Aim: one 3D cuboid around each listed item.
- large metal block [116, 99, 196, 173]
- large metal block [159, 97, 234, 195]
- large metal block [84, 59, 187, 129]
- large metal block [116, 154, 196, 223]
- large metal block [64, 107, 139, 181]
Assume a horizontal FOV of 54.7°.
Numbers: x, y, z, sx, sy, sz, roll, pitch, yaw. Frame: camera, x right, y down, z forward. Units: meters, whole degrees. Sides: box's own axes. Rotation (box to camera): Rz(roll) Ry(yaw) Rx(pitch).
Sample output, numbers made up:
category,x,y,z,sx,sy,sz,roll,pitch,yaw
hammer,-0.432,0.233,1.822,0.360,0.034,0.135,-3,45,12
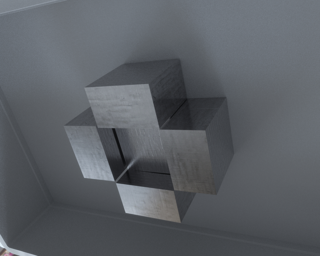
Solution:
category,x,y,z,sx,sy,sz,roll,pitch,yaw
large metal block,-0.005,0.010,0.398,0.080,0.050,0.080,1,119,28
large metal block,0.047,0.018,0.358,0.050,0.080,0.080,1,119,28
large metal block,-0.024,-0.040,0.359,0.080,0.080,0.050,1,119,28
large metal block,0.002,0.074,0.416,0.080,0.080,0.050,2,119,27
large metal block,-0.071,0.013,0.418,0.050,0.080,0.080,1,119,28
